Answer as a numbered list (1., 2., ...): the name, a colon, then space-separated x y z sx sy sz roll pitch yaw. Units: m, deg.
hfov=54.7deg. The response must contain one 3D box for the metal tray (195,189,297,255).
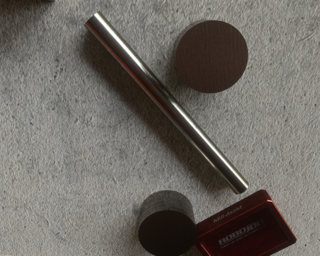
1. metal tray: 0.124 0.161 0.467 0.130 0.030 0.090 -32 107 11

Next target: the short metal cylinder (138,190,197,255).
1. short metal cylinder: 0.010 0.138 0.447 0.081 0.050 0.079 0 110 0

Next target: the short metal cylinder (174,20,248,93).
1. short metal cylinder: 0.057 -0.086 0.365 0.081 0.050 0.079 0 110 0

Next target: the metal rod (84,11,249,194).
1. metal rod: 0.018 -0.021 0.402 0.025 0.025 0.300 -39 106 13
